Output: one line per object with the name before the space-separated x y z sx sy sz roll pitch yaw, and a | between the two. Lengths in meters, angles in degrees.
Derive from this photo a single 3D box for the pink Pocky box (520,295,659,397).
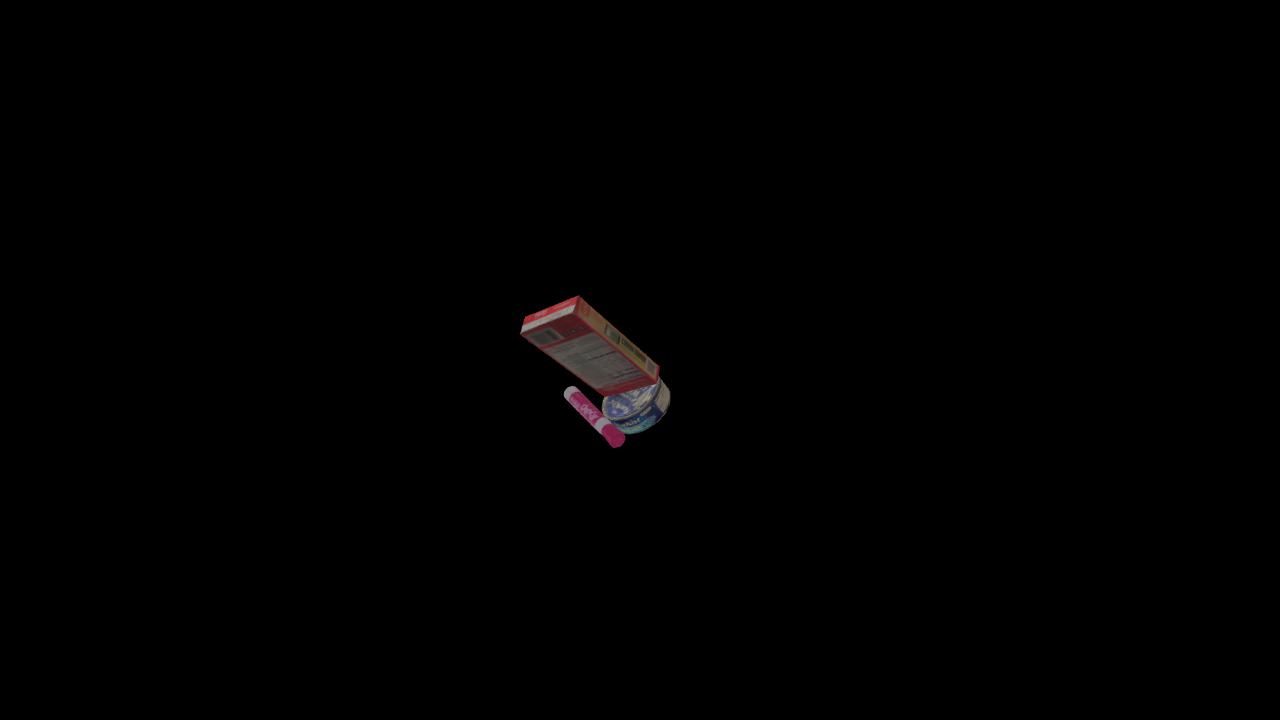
pink Pocky box | -0.055 -0.011 0.712 0.084 0.029 0.155 -17 -41 34

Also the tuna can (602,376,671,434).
tuna can | -0.004 0.051 0.764 0.084 0.084 0.034 0 -43 45

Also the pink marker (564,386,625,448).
pink marker | -0.052 0.063 0.688 0.020 0.020 0.121 0 23 -34
